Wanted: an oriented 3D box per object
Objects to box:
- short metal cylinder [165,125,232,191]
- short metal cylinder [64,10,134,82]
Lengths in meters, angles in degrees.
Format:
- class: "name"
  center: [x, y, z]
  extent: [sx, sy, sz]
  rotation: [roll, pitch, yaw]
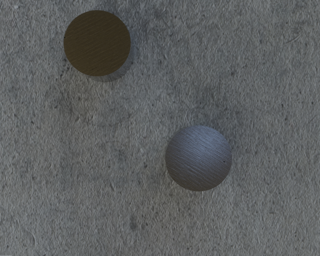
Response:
- class: "short metal cylinder"
  center: [0.047, 0.036, 0.398]
  extent: [0.081, 0.050, 0.080]
  rotation: [0, 90, 0]
- class: "short metal cylinder"
  center: [-0.075, -0.102, 0.397]
  extent: [0.081, 0.050, 0.080]
  rotation: [0, 90, 0]
